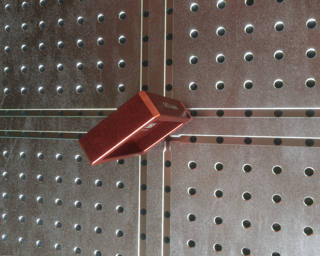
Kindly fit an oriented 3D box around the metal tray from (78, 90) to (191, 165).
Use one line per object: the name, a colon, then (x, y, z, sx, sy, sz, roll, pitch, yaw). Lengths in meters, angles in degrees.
metal tray: (-0.022, 0.001, 0.364, 0.090, 0.130, 0.030, -36, 78, 16)
